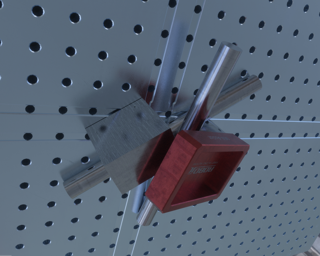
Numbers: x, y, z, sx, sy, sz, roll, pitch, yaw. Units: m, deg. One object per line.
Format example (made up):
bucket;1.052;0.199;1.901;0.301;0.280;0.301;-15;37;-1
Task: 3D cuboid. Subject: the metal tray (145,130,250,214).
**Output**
metal tray;0.050;0.050;0.377;0.131;0.030;0.089;5;118;-52

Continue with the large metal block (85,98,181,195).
large metal block;-0.033;0.019;0.370;0.080;0.080;0.050;-30;129;-10

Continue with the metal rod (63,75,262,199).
metal rod;0.011;0.007;0.424;0.301;0.025;0.025;-30;129;-10

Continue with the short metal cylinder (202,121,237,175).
short metal cylinder;0.066;0.034;0.453;0.081;0.050;0.079;-14;125;-21

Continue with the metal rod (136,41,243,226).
metal rod;0.027;0.028;0.415;0.025;0.025;0.298;4;126;-31
